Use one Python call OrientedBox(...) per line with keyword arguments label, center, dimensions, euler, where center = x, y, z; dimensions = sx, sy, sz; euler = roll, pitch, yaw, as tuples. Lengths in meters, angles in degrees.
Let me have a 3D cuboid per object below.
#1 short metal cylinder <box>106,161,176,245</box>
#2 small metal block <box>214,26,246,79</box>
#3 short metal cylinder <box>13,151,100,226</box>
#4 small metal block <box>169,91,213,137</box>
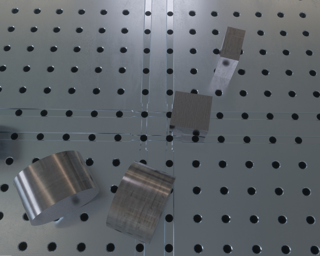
OrientedBox(label="short metal cylinder", center=(-0.020, 0.083, 0.352), dimensions=(0.050, 0.080, 0.080), euler=(21, 72, 7))
OrientedBox(label="small metal block", center=(0.098, -0.105, 0.438), dimensions=(0.025, 0.050, 0.050), euler=(15, 71, 5))
OrientedBox(label="short metal cylinder", center=(-0.118, 0.069, 0.356), dimensions=(0.080, 0.080, 0.050), euler=(-29, 73, -10))
OrientedBox(label="small metal block", center=(0.042, -0.019, 0.419), dimensions=(0.050, 0.025, 0.050), euler=(9, 70, 3))
